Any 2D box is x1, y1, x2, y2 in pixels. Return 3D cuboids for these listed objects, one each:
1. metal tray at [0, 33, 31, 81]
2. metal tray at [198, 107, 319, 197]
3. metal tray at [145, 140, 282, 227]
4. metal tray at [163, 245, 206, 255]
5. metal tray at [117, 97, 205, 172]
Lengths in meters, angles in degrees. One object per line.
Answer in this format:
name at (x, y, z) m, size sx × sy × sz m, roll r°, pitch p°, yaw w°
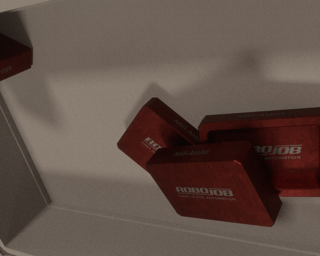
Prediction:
metal tray at (-0.253, -0.092, 0.414) m, size 0.090 × 0.131 × 0.030 m, roll 27°, pitch 127°, yaw 11°
metal tray at (0.113, 0.028, 0.339) m, size 0.130 × 0.030 × 0.089 m, roll -4°, pitch 108°, yaw 18°
metal tray at (0.055, 0.062, 0.345) m, size 0.130 × 0.030 × 0.090 m, roll -9°, pitch 121°, yaw 45°
metal tray at (0.054, 0.273, 0.546) m, size 0.090 × 0.030 × 0.129 m, roll 8°, pitch 122°, yaw 23°
metal tray at (0.016, 0.032, 0.416) m, size 0.130 × 0.030 × 0.089 m, roll 39°, pitch 129°, yaw 1°
